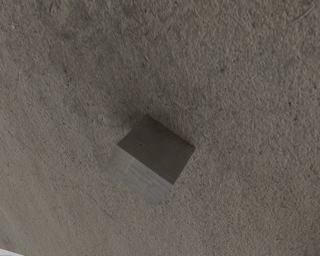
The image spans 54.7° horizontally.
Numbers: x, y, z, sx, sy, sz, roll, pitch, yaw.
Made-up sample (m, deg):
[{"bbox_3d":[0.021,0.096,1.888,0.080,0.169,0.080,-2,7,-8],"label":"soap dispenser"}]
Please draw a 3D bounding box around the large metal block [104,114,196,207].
[{"bbox_3d":[-0.011,0.040,0.402,0.080,0.080,0.050,35,129,4],"label":"large metal block"}]
